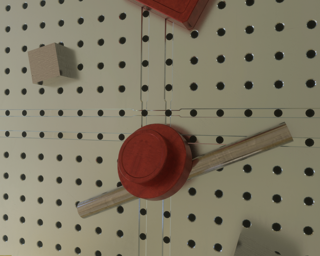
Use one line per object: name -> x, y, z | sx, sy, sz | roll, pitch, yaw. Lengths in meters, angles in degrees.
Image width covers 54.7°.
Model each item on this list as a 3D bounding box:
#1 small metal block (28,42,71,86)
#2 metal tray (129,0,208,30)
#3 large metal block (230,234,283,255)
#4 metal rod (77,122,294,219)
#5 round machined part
small metal block -> -0.168, -0.096, 0.470 | 0.050, 0.025, 0.050 | -12, 86, 19
metal tray -> 0.005, -0.199, 0.407 | 0.130, 0.030, 0.090 | 32, 100, 16
large metal block -> 0.113, 0.172, 0.343 | 0.080, 0.080, 0.050 | 24, 98, 18
metal rod -> 0.019, 0.062, 0.405 | 0.300, 0.025, 0.025 | -24, 82, 18
round machined part -> -0.013, 0.039, 0.390 | 0.098, 0.042, 0.098 | -11, 65, 24
